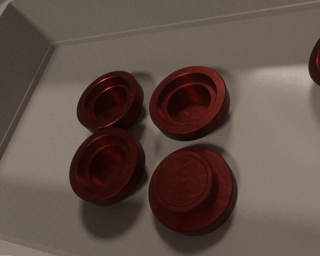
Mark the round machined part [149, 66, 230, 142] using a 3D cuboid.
[{"bbox_3d":[0.040,-0.026,0.389,0.098,0.042,0.098,-13,56,20],"label":"round machined part"}]

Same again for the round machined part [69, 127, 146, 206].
[{"bbox_3d":[-0.062,0.051,0.394,0.098,0.042,0.098,-13,57,20],"label":"round machined part"}]

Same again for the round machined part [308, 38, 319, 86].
[{"bbox_3d":[0.207,-0.074,0.313,0.098,0.042,0.098,-47,26,33],"label":"round machined part"}]

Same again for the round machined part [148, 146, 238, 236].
[{"bbox_3d":[0.031,0.064,0.339,0.098,0.042,0.098,-13,56,20],"label":"round machined part"}]

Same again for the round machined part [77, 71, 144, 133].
[{"bbox_3d":[-0.067,-0.031,0.446,0.098,0.042,0.098,-14,54,20],"label":"round machined part"}]
